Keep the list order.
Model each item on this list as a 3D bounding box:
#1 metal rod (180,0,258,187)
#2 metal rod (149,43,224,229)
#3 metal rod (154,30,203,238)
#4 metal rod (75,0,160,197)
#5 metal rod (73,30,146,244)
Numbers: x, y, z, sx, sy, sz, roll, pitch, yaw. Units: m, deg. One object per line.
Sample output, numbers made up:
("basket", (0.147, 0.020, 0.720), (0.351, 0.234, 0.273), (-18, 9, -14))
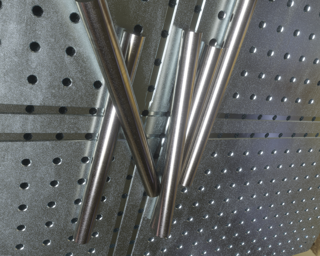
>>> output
("metal rod", (0.075, -0.047, 0.425), (0.025, 0.025, 0.298), (1, 118, -29))
("metal rod", (0.031, 0.028, 0.447), (0.025, 0.025, 0.298), (1, 118, -29))
("metal rod", (0.021, 0.023, 0.419), (0.025, 0.025, 0.298), (-5, 115, -27))
("metal rod", (-0.033, -0.007, 0.359), (0.025, 0.025, 0.299), (-26, 137, -12))
("metal rod", (-0.070, 0.028, 0.391), (0.025, 0.025, 0.298), (4, 117, -31))
